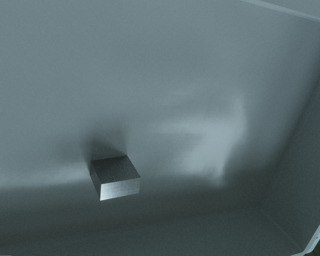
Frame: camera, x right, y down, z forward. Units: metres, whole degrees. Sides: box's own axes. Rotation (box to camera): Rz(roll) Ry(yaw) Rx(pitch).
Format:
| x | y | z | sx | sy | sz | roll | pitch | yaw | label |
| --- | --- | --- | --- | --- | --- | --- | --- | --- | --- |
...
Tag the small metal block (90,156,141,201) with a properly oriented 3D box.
| x | y | z | sx | sy | sz | roll | pitch | yaw | label |
| --- | --- | --- | --- | --- | --- | --- | --- | --- | --- |
| -0.058 | 0.063 | 0.399 | 0.050 | 0.050 | 0.025 | -6 | 121 | -26 | small metal block |
